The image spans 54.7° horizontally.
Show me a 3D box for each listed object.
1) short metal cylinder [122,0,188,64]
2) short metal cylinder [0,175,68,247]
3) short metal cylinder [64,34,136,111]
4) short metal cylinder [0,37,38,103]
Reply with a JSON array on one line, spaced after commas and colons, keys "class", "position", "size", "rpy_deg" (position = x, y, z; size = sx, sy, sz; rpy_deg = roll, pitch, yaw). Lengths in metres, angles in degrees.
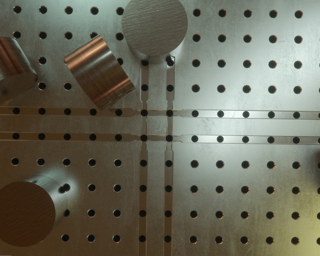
[{"class": "short metal cylinder", "position": [-0.006, -0.128, 0.401], "size": [0.081, 0.050, 0.079], "rpy_deg": [0, 90, 0]}, {"class": "short metal cylinder", "position": [-0.167, 0.104, 0.400], "size": [0.081, 0.050, 0.079], "rpy_deg": [0, 90, 0]}, {"class": "short metal cylinder", "position": [-0.073, -0.068, 0.385], "size": [0.050, 0.080, 0.080], "rpy_deg": [-34, 90, 0]}, {"class": "short metal cylinder", "position": [-0.202, -0.068, 0.384], "size": [0.080, 0.080, 0.050], "rpy_deg": [-31, 90, 0]}]
